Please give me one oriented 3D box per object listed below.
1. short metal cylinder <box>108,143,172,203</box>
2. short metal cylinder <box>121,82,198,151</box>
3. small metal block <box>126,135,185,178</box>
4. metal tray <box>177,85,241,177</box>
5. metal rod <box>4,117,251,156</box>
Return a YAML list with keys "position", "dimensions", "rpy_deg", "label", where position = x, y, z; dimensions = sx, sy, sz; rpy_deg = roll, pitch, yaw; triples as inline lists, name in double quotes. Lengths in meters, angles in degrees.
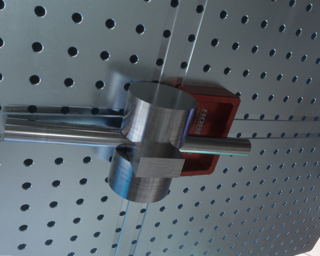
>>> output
- position: [-0.022, 0.050, 0.394]
  dimensions: [0.081, 0.080, 0.050]
  rpy_deg: [1, 118, -29]
  label: "short metal cylinder"
- position: [-0.002, -0.016, 0.363]
  dimensions: [0.081, 0.080, 0.050]
  rpy_deg: [1, 118, -29]
  label: "short metal cylinder"
- position: [-0.006, 0.031, 0.349]
  dimensions: [0.050, 0.050, 0.025]
  rpy_deg: [5, 116, -21]
  label: "small metal block"
- position: [0.052, 0.008, 0.441]
  dimensions: [0.091, 0.030, 0.129]
  rpy_deg: [1, 118, -29]
  label: "metal tray"
- position: [-0.021, 0.014, 0.378]
  dimensions: [0.302, 0.025, 0.025]
  rpy_deg: [5, 116, -21]
  label: "metal rod"
